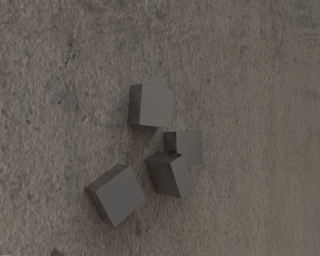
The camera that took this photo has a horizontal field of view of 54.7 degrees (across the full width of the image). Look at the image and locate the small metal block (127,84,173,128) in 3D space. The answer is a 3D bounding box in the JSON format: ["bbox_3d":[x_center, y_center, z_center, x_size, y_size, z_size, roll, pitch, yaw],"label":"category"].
[{"bbox_3d":[-0.012,-0.027,0.397,0.050,0.025,0.050,7,86,-40],"label":"small metal block"}]

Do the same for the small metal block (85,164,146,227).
[{"bbox_3d":[-0.051,0.078,0.364,0.050,0.025,0.050,-36,112,-34],"label":"small metal block"}]

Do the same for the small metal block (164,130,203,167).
[{"bbox_3d":[0.033,0.029,0.435,0.050,0.025,0.050,-3,92,-40],"label":"small metal block"}]

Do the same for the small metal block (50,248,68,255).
[{"bbox_3d":[-0.101,0.163,0.322,0.050,0.025,0.050,47,62,-30],"label":"small metal block"}]

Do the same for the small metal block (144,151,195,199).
[{"bbox_3d":[0.012,0.060,0.401,0.025,0.050,0.050,-29,109,-37],"label":"small metal block"}]
